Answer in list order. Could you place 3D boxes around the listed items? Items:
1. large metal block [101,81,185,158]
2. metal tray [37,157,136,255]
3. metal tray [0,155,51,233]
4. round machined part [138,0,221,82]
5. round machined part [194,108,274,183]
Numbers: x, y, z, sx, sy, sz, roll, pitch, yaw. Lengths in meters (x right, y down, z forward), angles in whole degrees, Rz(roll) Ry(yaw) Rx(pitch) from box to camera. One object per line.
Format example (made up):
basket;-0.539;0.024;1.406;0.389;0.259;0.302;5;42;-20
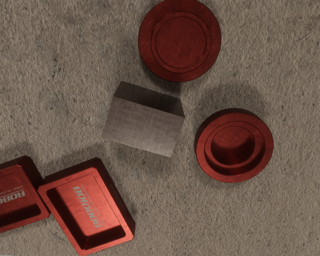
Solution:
large metal block;-0.019;-0.014;0.375;0.080;0.080;0.050;17;109;-7
metal tray;-0.102;0.116;0.448;0.090;0.030;0.129;-21;109;7
metal tray;-0.229;0.102;0.441;0.131;0.030;0.090;-19;109;6
round machined part;0.023;-0.101;0.364;0.099;0.042;0.097;0;110;-1
round machined part;0.094;0.020;0.409;0.099;0.042;0.097;0;110;-1
